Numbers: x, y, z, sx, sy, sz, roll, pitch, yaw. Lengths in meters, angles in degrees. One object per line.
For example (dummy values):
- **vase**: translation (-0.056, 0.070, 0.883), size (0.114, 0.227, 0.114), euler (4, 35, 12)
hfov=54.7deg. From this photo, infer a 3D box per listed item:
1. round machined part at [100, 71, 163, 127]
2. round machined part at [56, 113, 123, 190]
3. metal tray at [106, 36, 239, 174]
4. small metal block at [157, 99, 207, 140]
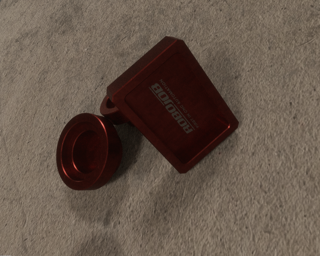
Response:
- **round machined part**: translation (-0.030, -0.040, 0.417), size (0.098, 0.042, 0.098), euler (-31, 30, 21)
- **round machined part**: translation (-0.088, 0.032, 0.404), size (0.098, 0.042, 0.098), euler (-8, 77, 35)
- **metal tray**: translation (0.018, -0.021, 0.337), size (0.090, 0.130, 0.030), euler (-42, 30, 0)
- **small metal block**: translation (0.027, -0.011, 0.395), size (0.050, 0.025, 0.050), euler (-41, 51, -1)
